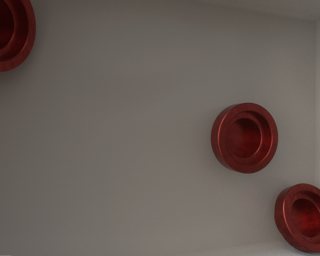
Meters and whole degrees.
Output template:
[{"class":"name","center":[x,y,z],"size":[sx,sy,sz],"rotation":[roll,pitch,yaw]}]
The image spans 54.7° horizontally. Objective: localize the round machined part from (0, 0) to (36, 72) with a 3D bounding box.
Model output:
[{"class":"round machined part","center":[-0.179,-0.109,0.316],"size":[0.042,0.098,0.098],"rotation":[10,86,20]}]

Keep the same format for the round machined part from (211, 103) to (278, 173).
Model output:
[{"class":"round machined part","center":[0.116,0.014,0.444],"size":[0.099,0.042,0.097],"rotation":[0,90,-20]}]

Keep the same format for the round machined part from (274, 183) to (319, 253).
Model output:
[{"class":"round machined part","center":[0.215,0.137,0.469],"size":[0.099,0.042,0.098],"rotation":[8,64,-17]}]
